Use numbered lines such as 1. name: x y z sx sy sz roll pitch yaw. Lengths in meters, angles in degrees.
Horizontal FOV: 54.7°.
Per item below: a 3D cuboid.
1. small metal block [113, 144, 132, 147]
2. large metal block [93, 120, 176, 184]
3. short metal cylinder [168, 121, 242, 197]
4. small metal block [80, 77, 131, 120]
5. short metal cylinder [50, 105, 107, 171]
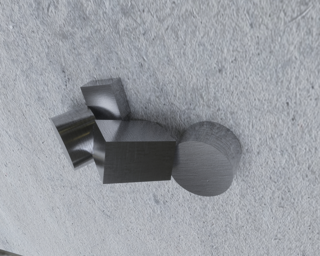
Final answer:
1. small metal block: -0.052 0.039 0.458 0.050 0.025 0.050 3 120 26
2. large metal block: -0.035 0.026 0.382 0.081 0.080 0.050 1 108 -21
3. short metal cylinder: 0.056 0.038 0.385 0.080 0.050 0.079 13 124 20
4. small metal block: -0.073 -0.039 0.421 0.050 0.025 0.050 -1 118 28
5. short metal cylinder: -0.113 0.013 0.435 0.080 0.050 0.080 50 155 35
